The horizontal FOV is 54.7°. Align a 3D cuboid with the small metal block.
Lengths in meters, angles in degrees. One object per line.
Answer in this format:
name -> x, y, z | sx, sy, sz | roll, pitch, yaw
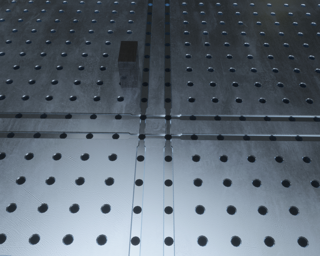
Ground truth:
small metal block -> -0.047, -0.097, 0.472 | 0.025, 0.050, 0.050 | 1, 50, 0
